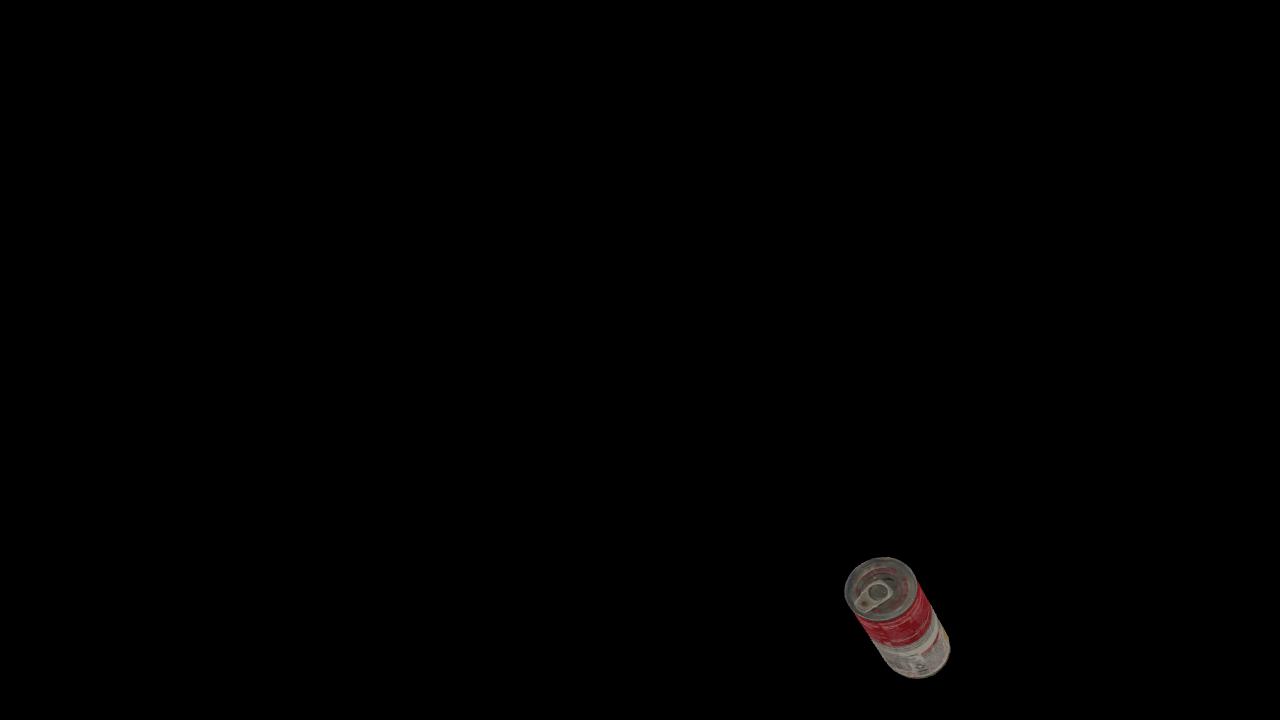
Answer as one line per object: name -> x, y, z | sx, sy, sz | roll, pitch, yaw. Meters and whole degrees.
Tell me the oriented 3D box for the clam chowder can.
clam chowder can -> 0.250, 0.250, 0.593 | 0.068, 0.102, 0.068 | -28, 24, 14
